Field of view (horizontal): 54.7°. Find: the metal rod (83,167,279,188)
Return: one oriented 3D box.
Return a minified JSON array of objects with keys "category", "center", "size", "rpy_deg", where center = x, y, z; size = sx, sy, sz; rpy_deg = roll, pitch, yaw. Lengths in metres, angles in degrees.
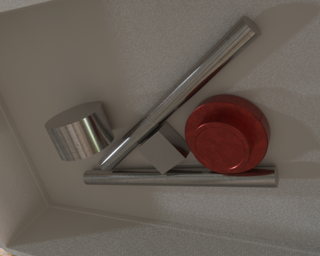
[{"category":"metal rod","center":[0.010,0.071,0.444],"size":[0.300,0.025,0.025],"rpy_deg":[-5,116,30]}]

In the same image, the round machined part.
[{"category":"round machined part","center":[0.075,0.014,0.362],"size":[0.098,0.042,0.097],"rpy_deg":[13,124,20]}]

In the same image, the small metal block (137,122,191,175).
[{"category":"small metal block","center":[0.006,0.028,0.419],"size":[0.050,0.025,0.050],"rpy_deg":[46,129,-4]}]

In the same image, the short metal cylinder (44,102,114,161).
[{"category":"short metal cylinder","center":[-0.110,0.003,0.430],"size":[0.080,0.080,0.050],"rpy_deg":[-5,116,30]}]

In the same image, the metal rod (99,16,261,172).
[{"category":"metal rod","center":[0.002,-0.021,0.391],"size":[0.025,0.025,0.299],"rpy_deg":[45,129,-4]}]
